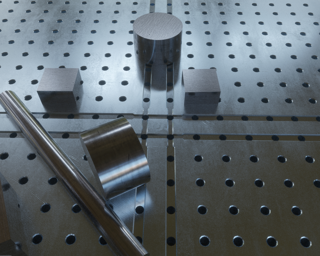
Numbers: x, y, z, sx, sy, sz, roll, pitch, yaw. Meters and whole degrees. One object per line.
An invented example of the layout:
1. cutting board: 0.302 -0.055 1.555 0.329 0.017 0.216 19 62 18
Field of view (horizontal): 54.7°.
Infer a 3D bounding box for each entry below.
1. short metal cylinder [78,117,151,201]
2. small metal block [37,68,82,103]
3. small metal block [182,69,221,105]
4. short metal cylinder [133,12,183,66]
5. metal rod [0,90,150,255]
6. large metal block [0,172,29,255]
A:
1. short metal cylinder: -0.051 0.033 0.343 0.050 0.080 0.080 -22 54 -17
2. small metal block: -0.148 -0.063 0.460 0.050 0.025 0.050 0 50 0
3. small metal block: 0.060 -0.062 0.460 0.050 0.025 0.050 -1 50 -1
4. short metal cylinder: -0.003 -0.149 0.516 0.080 0.050 0.080 0 50 0
5. metal rod: -0.119 0.043 0.370 0.025 0.025 0.300 -34 58 -25
6. large metal block: -0.186 0.100 0.306 0.081 0.050 0.080 -20 53 -16
